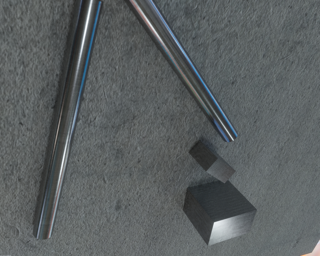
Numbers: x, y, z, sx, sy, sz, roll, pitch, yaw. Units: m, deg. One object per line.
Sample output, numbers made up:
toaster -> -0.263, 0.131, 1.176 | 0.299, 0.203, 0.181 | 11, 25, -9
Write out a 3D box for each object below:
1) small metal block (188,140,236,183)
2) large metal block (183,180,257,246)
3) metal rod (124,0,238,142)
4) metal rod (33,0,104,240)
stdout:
small metal block -> 0.078, 0.050, 0.465 | 0.050, 0.050, 0.025 | 34, 99, -39
large metal block -> 0.095, 0.134, 0.506 | 0.081, 0.080, 0.050 | -7, 122, -25
metal rod -> 0.029, -0.075, 0.376 | 0.025, 0.025, 0.300 | -42, 130, 0
metal rod -> -0.110, 0.007, 0.350 | 0.025, 0.025, 0.298 | 5, 116, -31
